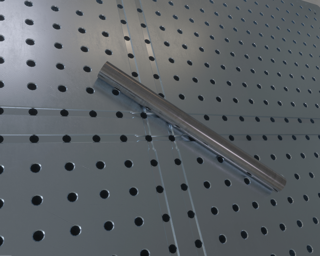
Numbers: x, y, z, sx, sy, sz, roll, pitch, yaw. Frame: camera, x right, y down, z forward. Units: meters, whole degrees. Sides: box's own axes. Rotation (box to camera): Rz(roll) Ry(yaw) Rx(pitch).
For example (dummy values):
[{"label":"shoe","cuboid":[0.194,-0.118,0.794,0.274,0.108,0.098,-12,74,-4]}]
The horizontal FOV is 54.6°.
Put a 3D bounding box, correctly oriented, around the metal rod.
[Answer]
[{"label":"metal rod","cuboid":[0.049,0.002,0.432,0.301,0.025,0.025,33,52,-7]}]
